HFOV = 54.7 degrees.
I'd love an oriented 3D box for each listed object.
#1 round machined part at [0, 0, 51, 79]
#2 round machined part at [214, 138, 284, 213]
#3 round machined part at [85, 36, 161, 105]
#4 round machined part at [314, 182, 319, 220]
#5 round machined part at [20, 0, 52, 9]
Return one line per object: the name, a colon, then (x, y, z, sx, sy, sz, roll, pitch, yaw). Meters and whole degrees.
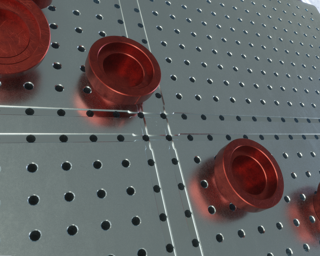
round machined part: (-0.179, -0.104, 0.350, 0.099, 0.042, 0.097, 3, 84, -27)
round machined part: (0.115, 0.066, 0.421, 0.099, 0.042, 0.098, 14, 56, -21)
round machined part: (-0.051, -0.072, 0.415, 0.099, 0.042, 0.098, 14, 56, -21)
round machined part: (0.279, 0.123, 0.476, 0.099, 0.042, 0.098, 14, 56, -21)
round machined part: (-0.190, -0.179, 0.396, 0.099, 0.042, 0.098, 19, 42, -17)
